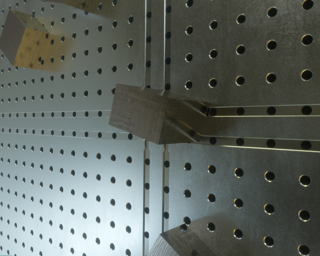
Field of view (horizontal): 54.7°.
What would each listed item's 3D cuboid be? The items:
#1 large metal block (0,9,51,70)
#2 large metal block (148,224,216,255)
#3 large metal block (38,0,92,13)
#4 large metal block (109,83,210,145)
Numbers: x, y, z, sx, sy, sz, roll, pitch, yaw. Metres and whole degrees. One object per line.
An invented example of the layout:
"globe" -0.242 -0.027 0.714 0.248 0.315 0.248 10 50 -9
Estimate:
"large metal block" -0.269 -0.174 0.611 0.080 0.050 0.080 46 117 30
"large metal block" 0.026 0.178 0.370 0.080 0.050 0.079 39 114 33
"large metal block" -0.153 -0.244 0.516 0.080 0.050 0.079 23 105 37
"large metal block" -0.001 -0.018 0.372 0.080 0.081 0.050 20 103 38
